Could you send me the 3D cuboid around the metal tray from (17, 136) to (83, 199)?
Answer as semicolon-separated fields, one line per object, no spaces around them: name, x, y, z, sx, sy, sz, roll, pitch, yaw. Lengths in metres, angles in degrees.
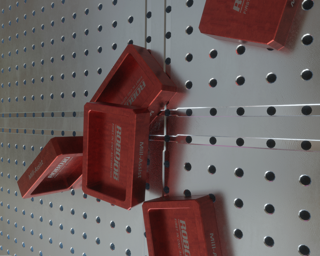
metal tray;-0.154;0.062;0.491;0.129;0.091;0.030;-43;64;31

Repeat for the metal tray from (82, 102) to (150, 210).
metal tray;-0.062;0.034;0.416;0.090;0.030;0.129;10;102;33

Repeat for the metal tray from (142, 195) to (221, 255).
metal tray;0.028;0.152;0.380;0.090;0.030;0.129;-14;81;38

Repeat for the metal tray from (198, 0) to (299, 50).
metal tray;0.101;-0.155;0.322;0.090;0.030;0.129;24;105;37

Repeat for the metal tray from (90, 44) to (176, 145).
metal tray;-0.046;-0.041;0.441;0.129;0.030;0.090;-49;61;28
